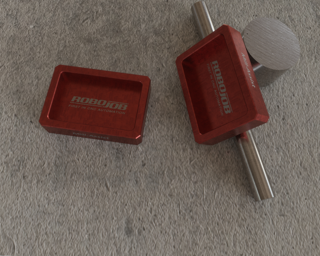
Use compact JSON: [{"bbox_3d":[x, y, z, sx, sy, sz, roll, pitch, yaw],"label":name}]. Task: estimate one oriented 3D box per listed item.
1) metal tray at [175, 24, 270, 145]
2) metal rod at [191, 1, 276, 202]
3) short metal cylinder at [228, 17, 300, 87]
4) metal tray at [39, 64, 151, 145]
[{"bbox_3d":[0.074,-0.053,0.396,0.030,0.090,0.129,9,62,-45],"label":"metal tray"},{"bbox_3d":[0.094,-0.050,0.427,0.025,0.025,0.299,-12,71,-5],"label":"metal rod"},{"bbox_3d":[0.141,-0.103,0.426,0.081,0.050,0.080,4,70,-12],"label":"short metal cylinder"},{"bbox_3d":[-0.083,-0.032,0.415,0.131,0.030,0.090,8,70,2],"label":"metal tray"}]
